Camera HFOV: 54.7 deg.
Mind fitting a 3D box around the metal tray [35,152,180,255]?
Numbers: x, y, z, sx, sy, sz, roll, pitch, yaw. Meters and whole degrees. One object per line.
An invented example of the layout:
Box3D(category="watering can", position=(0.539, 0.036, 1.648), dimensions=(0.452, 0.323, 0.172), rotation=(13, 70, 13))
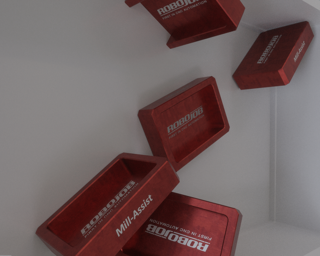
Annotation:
Box3D(category="metal tray", position=(-0.052, 0.080, 0.320), dimensions=(0.131, 0.090, 0.030), rotation=(-43, 116, -31))

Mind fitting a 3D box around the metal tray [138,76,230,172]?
Box3D(category="metal tray", position=(0.039, -0.009, 0.435), dimensions=(0.131, 0.030, 0.090), rotation=(-32, 110, -35))

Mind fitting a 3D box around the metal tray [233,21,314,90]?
Box3D(category="metal tray", position=(0.191, -0.122, 0.523), dimensions=(0.030, 0.090, 0.130), rotation=(51, 60, -28))

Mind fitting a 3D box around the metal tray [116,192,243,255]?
Box3D(category="metal tray", position=(0.019, 0.122, 0.354), dimensions=(0.030, 0.130, 0.090), rotation=(41, 62, -62))

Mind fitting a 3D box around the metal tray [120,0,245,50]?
Box3D(category="metal tray", position=(0.024, -0.146, 0.376), dimensions=(0.090, 0.130, 0.030), rotation=(38, 67, -34))
